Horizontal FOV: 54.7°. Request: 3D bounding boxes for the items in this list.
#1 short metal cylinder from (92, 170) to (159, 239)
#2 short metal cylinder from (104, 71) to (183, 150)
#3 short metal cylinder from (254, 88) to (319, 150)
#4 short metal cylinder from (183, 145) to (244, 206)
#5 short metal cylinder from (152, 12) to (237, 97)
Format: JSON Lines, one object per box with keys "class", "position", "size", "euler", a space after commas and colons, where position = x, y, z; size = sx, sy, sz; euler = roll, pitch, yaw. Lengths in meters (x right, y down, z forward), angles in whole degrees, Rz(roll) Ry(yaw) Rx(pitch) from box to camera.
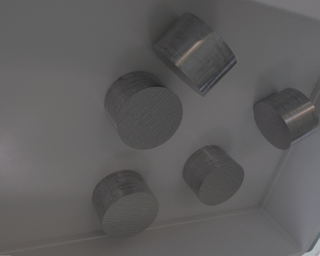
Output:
{"class": "short metal cylinder", "position": [-0.048, 0.106, 0.431], "size": [0.081, 0.050, 0.079], "euler": [-14, 124, -21]}
{"class": "short metal cylinder", "position": [-0.020, -0.021, 0.368], "size": [0.081, 0.050, 0.079], "euler": [-14, 124, -21]}
{"class": "short metal cylinder", "position": [0.188, -0.014, 0.467], "size": [0.050, 0.080, 0.080], "euler": [-28, 128, -11]}
{"class": "short metal cylinder", "position": [0.083, 0.074, 0.483], "size": [0.081, 0.050, 0.079], "euler": [-14, 124, -21]}
{"class": "short metal cylinder", "position": [0.037, -0.080, 0.344], "size": [0.050, 0.080, 0.080], "euler": [-47, 129, 4]}
